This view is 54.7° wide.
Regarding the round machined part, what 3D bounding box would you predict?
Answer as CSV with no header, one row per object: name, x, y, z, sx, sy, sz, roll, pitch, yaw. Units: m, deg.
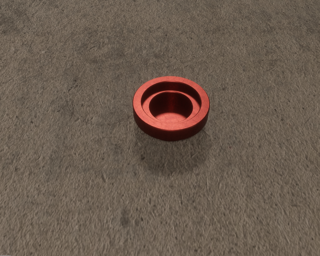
round machined part,0.014,-0.021,0.410,0.099,0.042,0.098,0,50,0
